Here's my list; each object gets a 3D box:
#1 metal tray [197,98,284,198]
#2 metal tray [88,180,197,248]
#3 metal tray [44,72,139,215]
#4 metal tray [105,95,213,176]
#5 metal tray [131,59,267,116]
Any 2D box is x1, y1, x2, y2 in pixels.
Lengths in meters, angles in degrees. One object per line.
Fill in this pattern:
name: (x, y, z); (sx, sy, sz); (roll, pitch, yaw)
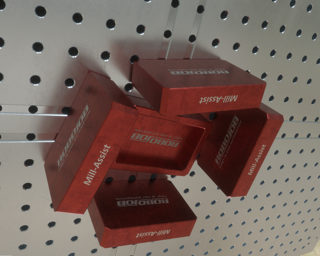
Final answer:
metal tray: (0.107, 0.021, 0.439); (0.030, 0.090, 0.129); (4, 116, -31)
metal tray: (-0.027, 0.111, 0.423); (0.131, 0.090, 0.030); (4, 117, -30)
metal tray: (-0.080, 0.015, 0.334); (0.030, 0.090, 0.129); (20, 108, -35)
metal tray: (-0.002, 0.015, 0.414); (0.131, 0.030, 0.089); (12, 112, -34)
metal tray: (0.043, -0.051, 0.360); (0.131, 0.090, 0.030); (-6, 121, -25)
